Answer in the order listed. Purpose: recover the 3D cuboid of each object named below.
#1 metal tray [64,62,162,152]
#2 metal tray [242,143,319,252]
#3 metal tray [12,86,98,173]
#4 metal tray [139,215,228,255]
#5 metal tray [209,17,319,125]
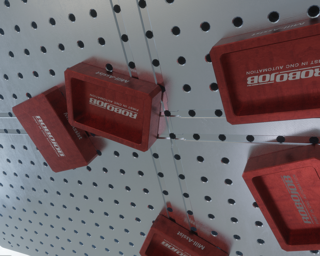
[{"bbox_3d":[-0.066,-0.029,0.425,0.130,0.030,0.089,18,126,17],"label":"metal tray"},{"bbox_3d":[0.169,0.088,0.373,0.090,0.030,0.130,-20,108,35],"label":"metal tray"},{"bbox_3d":[-0.170,0.007,0.503,0.090,0.030,0.130,-16,110,34],"label":"metal tray"},{"bbox_3d":[0.037,0.212,0.520,0.130,0.030,0.089,28,128,10],"label":"metal tray"},{"bbox_3d":[0.124,-0.054,0.309,0.130,0.030,0.090,-5,116,30],"label":"metal tray"}]
